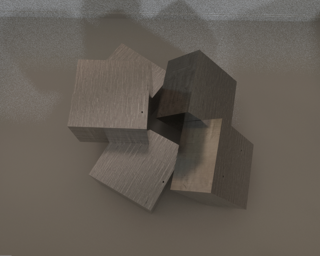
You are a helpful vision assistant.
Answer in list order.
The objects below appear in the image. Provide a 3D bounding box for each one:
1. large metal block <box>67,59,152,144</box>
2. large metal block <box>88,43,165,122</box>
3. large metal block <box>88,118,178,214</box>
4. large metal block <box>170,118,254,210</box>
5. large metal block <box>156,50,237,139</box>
[{"bbox_3d":[-0.051,-0.028,0.350,0.081,0.050,0.080,2,69,1],"label":"large metal block"},{"bbox_3d":[-0.042,-0.052,0.414,0.080,0.050,0.080,34,73,11],"label":"large metal block"},{"bbox_3d":[-0.025,0.046,0.374,0.080,0.050,0.080,28,72,9],"label":"large metal block"},{"bbox_3d":[0.063,0.043,0.357,0.050,0.080,0.080,-5,64,40],"label":"large metal block"},{"bbox_3d":[0.048,-0.036,0.386,0.080,0.050,0.080,28,64,-38],"label":"large metal block"}]
